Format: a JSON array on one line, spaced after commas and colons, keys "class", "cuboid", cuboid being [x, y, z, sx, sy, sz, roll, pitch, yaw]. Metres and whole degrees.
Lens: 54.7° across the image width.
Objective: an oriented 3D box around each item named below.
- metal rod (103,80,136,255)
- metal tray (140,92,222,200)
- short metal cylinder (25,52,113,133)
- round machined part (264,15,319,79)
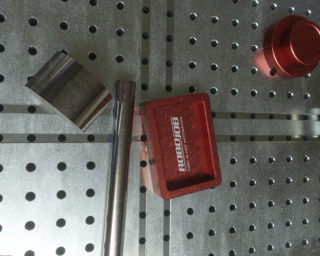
[{"class": "metal rod", "cuboid": [-0.054, 0.089, 0.392, 0.025, 0.025, 0.298, 5, 88, -20]}, {"class": "metal tray", "cuboid": [0.029, 0.022, 0.420, 0.091, 0.030, 0.129, -11, 94, -20]}, {"class": "short metal cylinder", "cuboid": [-0.100, -0.038, 0.346, 0.080, 0.080, 0.050, 41, 77, -16]}, {"class": "round machined part", "cuboid": [0.215, -0.128, 0.482, 0.099, 0.042, 0.097, 0, 90, -20]}]
